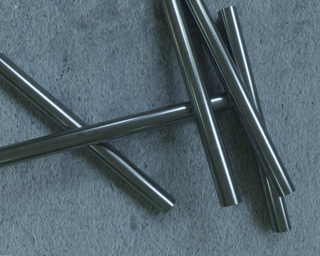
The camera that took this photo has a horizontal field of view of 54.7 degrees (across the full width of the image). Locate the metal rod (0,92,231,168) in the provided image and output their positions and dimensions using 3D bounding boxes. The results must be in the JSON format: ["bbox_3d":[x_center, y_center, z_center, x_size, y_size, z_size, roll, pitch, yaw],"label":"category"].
[{"bbox_3d":[-0.056,0.001,0.388,0.302,0.025,0.025,-14,90,-8],"label":"metal rod"}]

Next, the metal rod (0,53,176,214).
[{"bbox_3d":[-0.102,0.007,0.409,0.300,0.025,0.025,40,90,0],"label":"metal rod"}]

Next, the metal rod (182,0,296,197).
[{"bbox_3d":[0.092,-0.057,0.393,0.025,0.025,0.299,-24,83,0],"label":"metal rod"}]

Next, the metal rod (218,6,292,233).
[{"bbox_3d":[0.125,-0.011,0.410,0.025,0.025,0.298,-14,90,0],"label":"metal rod"}]

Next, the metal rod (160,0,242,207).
[{"bbox_3d":[0.044,-0.054,0.383,0.025,0.025,0.299,-15,80,0],"label":"metal rod"}]
